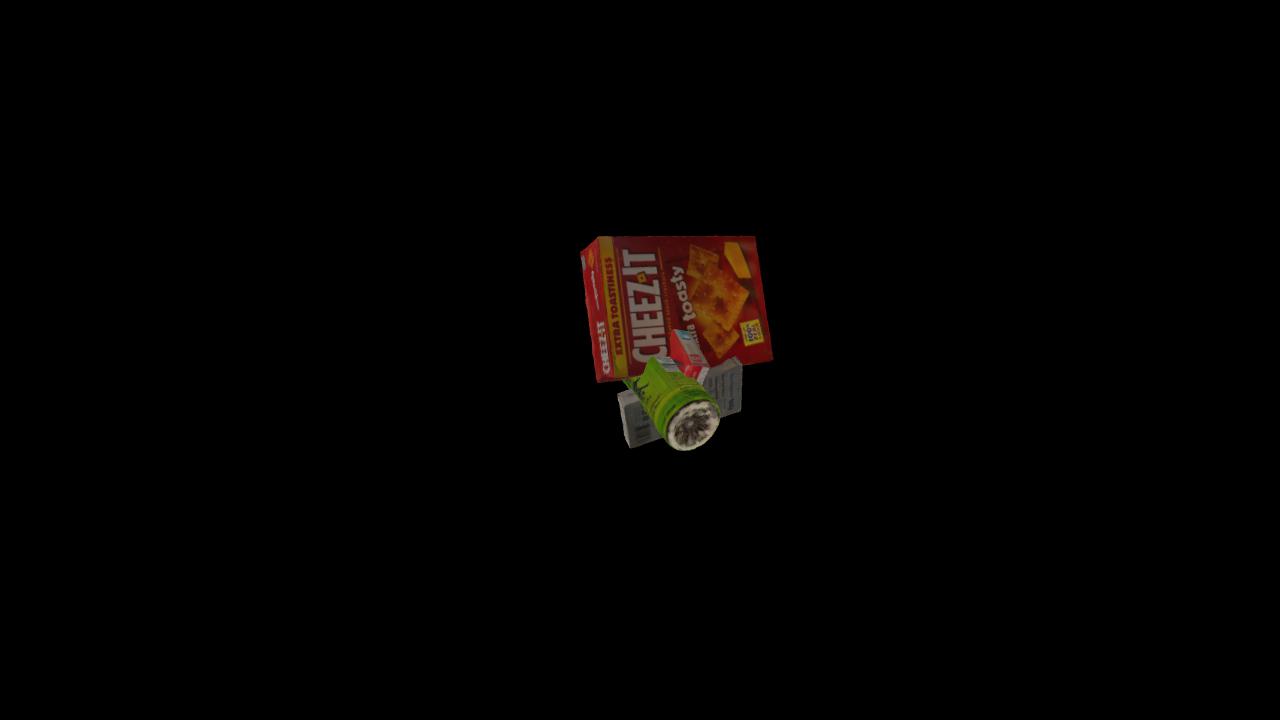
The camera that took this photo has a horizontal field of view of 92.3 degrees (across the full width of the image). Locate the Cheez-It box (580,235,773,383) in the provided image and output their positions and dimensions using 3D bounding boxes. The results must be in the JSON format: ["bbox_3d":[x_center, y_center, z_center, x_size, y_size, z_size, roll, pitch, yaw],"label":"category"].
[{"bbox_3d":[0.047,-0.067,0.760,0.223,0.166,0.071,-5,-5,-24],"label":"Cheez-It box"}]

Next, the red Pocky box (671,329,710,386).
[{"bbox_3d":[0.033,-0.010,0.749,0.028,0.083,0.155,3,38,-24],"label":"red Pocky box"}]

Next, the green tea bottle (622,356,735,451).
[{"bbox_3d":[0.017,0.019,0.731,0.073,0.073,0.212,0,30,-25],"label":"green tea bottle"}]

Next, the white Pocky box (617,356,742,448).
[{"bbox_3d":[0.051,0.052,0.753,0.154,0.084,0.028,-18,43,-12],"label":"white Pocky box"}]
